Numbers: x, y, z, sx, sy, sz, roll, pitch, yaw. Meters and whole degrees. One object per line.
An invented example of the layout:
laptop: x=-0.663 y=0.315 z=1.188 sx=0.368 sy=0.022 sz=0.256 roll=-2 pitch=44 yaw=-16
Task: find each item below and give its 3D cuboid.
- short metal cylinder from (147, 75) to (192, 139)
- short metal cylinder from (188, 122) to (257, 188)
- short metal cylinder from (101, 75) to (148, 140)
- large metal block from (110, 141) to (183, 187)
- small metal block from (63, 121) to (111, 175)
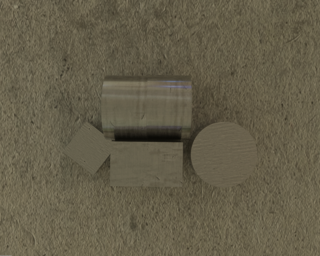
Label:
short metal cylinder: x=0.010 y=-0.025 z=0.384 sx=0.050 sy=0.080 sz=0.079 roll=1 pitch=90 yaw=0
short metal cylinder: x=0.077 y=0.032 z=0.399 sx=0.081 sy=0.050 sz=0.079 roll=0 pitch=90 yaw=0
short metal cylinder: x=-0.040 y=-0.025 z=0.384 sx=0.050 sy=0.080 sz=0.079 roll=1 pitch=90 yaw=0
large metal block: x=-0.015 y=0.040 z=0.384 sx=0.081 sy=0.080 sz=0.050 roll=1 pitch=90 yaw=0
small metal block: x=-0.090 y=0.026 z=0.411 sx=0.050 sy=0.025 sz=0.050 roll=38 pitch=90 yaw=0
